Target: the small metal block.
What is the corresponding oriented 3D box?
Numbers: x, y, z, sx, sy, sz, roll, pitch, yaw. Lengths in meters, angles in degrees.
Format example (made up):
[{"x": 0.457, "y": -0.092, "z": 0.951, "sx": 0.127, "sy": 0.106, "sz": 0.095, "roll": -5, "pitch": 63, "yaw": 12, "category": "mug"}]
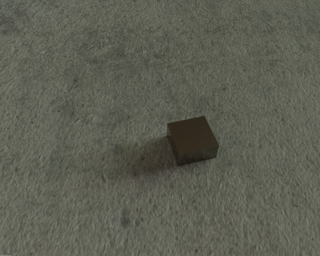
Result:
[{"x": 0.040, "y": 0.016, "z": 0.391, "sx": 0.050, "sy": 0.025, "sz": 0.050, "roll": -12, "pitch": 51, "yaw": -10, "category": "small metal block"}]
